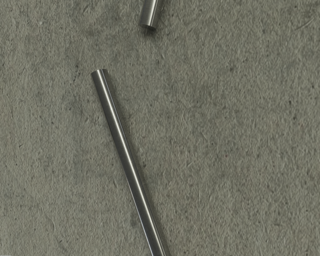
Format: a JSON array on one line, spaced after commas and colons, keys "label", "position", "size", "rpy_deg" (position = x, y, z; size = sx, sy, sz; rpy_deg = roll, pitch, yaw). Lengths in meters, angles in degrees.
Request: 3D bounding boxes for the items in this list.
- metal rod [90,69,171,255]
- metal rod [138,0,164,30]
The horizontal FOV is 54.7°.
[{"label": "metal rod", "position": [-0.036, 0.062, 0.420], "size": [0.025, 0.025, 0.299], "rpy_deg": [-22, 83, 18]}, {"label": "metal rod", "position": [0.019, -0.279, 0.401], "size": [0.025, 0.025, 0.298], "rpy_deg": [16, 95, 19]}]
